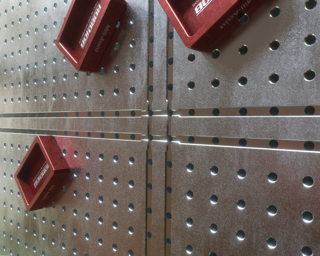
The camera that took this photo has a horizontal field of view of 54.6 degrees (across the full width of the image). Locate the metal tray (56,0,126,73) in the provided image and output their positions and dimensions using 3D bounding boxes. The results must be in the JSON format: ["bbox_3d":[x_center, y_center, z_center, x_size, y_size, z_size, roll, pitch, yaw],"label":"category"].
[{"bbox_3d":[-0.116,-0.167,0.503,0.090,0.030,0.129,47,118,30],"label":"metal tray"}]

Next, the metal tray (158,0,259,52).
[{"bbox_3d":[0.065,-0.163,0.353,0.129,0.030,0.090,-40,66,32],"label":"metal tray"}]

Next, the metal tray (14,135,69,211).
[{"bbox_3d":[-0.232,0.088,0.599,0.129,0.030,0.090,-50,61,28],"label":"metal tray"}]
